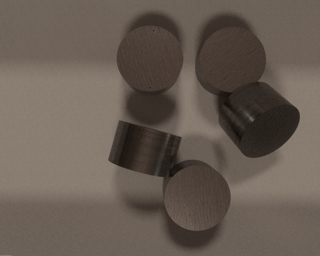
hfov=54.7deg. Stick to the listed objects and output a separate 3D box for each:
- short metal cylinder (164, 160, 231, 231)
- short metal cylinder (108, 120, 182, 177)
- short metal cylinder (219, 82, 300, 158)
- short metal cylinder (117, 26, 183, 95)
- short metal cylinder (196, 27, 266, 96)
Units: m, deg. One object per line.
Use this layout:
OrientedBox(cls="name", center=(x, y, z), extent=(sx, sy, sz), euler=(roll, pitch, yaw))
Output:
OrientedBox(cls="short metal cylinder", center=(0.045, 0.084, 0.398), extent=(0.081, 0.050, 0.079), euler=(0, 92, -2))
OrientedBox(cls="short metal cylinder", center=(-0.018, 0.025, 0.384), extent=(0.080, 0.080, 0.050), euler=(15, 90, -1))
OrientedBox(cls="short metal cylinder", center=(0.120, -0.010, 0.380), extent=(0.081, 0.050, 0.079), euler=(-14, 133, -16))
OrientedBox(cls="short metal cylinder", center=(-0.012, -0.084, 0.399), extent=(0.081, 0.050, 0.079), euler=(0, 90, -1))
OrientedBox(cls="short metal cylinder", center=(0.088, -0.083, 0.400), extent=(0.081, 0.050, 0.079), euler=(0, 90, -1))
